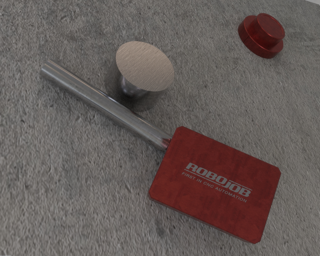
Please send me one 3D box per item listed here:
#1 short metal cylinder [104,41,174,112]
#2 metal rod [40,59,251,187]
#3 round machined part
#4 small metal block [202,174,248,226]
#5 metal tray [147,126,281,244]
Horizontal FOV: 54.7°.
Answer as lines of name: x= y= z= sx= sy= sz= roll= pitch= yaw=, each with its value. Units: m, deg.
short metal cylinder: x=-0.028 y=-0.068 z=0.414 sx=0.081 sy=0.050 sz=0.080 roll=14 pitch=56 yaw=-21
metal rod: x=-0.012 y=0.007 z=0.392 sx=0.301 sy=0.025 sz=0.025 roll=33 pitch=52 yaw=-7
round machined part: x=0.210 y=-0.191 z=0.622 sx=0.099 sy=0.042 sz=0.098 roll=14 pitch=56 yaw=-21
small metal block: x=0.082 y=0.083 z=0.378 sx=0.050 sy=0.025 sz=0.050 roll=-30 pitch=92 yaw=-13
metal tray: x=0.062 y=0.064 z=0.358 sx=0.131 sy=0.030 sz=0.090 roll=24 pitch=72 yaw=2
